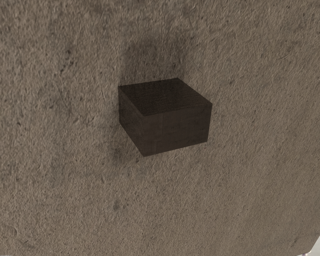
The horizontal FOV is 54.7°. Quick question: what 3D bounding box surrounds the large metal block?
[{"bbox_3d":[0.003,-0.017,0.364,0.081,0.080,0.050,-12,124,-23],"label":"large metal block"}]
